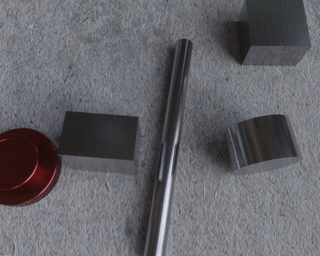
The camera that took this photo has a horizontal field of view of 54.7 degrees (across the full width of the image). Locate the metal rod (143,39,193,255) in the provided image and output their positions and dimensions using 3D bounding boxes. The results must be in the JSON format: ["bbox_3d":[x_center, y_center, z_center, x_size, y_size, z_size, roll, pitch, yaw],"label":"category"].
[{"bbox_3d":[0.014,0.016,0.402,0.025,0.025,0.299,8,70,2],"label":"metal rod"}]

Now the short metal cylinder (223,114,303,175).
[{"bbox_3d":[0.122,0.022,0.372,0.081,0.080,0.050,-8,71,-3],"label":"short metal cylinder"}]

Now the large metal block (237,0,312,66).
[{"bbox_3d":[0.161,-0.138,0.447,0.081,0.050,0.080,0,70,0],"label":"large metal block"}]

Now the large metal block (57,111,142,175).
[{"bbox_3d":[-0.066,0.021,0.370,0.081,0.080,0.050,5,70,1],"label":"large metal block"}]

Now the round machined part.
[{"bbox_3d":[-0.177,0.045,0.380,0.099,0.042,0.098,0,70,-1],"label":"round machined part"}]
